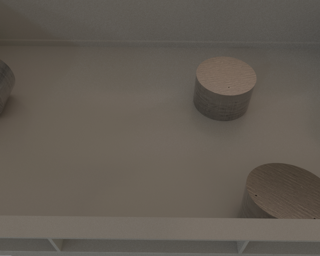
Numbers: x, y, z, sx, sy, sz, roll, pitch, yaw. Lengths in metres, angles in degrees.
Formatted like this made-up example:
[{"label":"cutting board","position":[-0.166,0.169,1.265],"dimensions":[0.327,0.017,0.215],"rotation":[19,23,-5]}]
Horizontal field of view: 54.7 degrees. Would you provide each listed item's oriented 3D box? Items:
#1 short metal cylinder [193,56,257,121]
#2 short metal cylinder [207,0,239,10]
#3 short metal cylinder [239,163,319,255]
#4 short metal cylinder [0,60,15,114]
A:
[{"label":"short metal cylinder","position":[0.089,-0.056,0.436],"dimensions":[0.080,0.050,0.080],"rotation":[0,50,0]},{"label":"short metal cylinder","position":[0.122,-0.283,0.610],"dimensions":[0.081,0.080,0.050],"rotation":[-20,53,-16]},{"label":"short metal cylinder","position":[0.123,0.080,0.309],"dimensions":[0.081,0.050,0.080],"rotation":[1,34,0]},{"label":"short metal cylinder","position":[-0.245,-0.057,0.416],"dimensions":[0.080,0.080,0.050],"rotation":[1,50,0]}]
